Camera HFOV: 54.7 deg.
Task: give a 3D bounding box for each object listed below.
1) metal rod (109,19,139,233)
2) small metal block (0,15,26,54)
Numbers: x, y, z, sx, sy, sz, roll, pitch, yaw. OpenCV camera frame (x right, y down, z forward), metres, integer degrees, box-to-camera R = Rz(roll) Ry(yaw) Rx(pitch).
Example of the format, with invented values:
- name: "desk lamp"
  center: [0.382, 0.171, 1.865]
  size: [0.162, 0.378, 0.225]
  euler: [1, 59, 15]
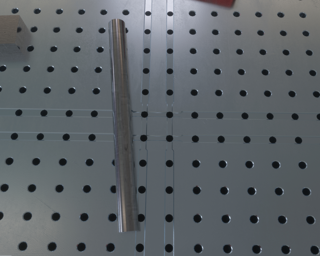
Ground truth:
- name: "metal rod"
  center: [-0.051, -0.017, 0.417]
  size: [0.025, 0.025, 0.299]
  euler: [-5, 70, -2]
- name: "small metal block"
  center: [-0.232, -0.139, 0.461]
  size: [0.050, 0.025, 0.050]
  euler: [-2, 70, -1]
